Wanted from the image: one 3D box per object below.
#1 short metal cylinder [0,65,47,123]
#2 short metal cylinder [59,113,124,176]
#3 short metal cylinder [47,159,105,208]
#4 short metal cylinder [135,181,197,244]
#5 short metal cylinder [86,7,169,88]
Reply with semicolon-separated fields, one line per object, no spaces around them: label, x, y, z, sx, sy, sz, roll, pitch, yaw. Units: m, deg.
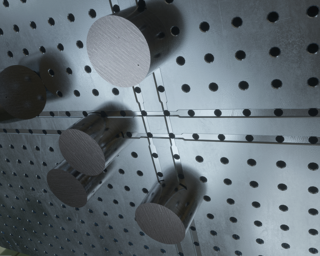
short metal cylinder;-0.219;-0.049;0.461;0.050;0.080;0.080;-8;115;31
short metal cylinder;-0.102;0.024;0.464;0.080;0.050;0.079;13;124;21
short metal cylinder;-0.142;0.087;0.524;0.080;0.050;0.079;13;124;21
short metal cylinder;0.010;0.128;0.469;0.080;0.050;0.079;13;124;21
short metal cylinder;-0.036;-0.093;0.356;0.080;0.050;0.079;13;124;21
